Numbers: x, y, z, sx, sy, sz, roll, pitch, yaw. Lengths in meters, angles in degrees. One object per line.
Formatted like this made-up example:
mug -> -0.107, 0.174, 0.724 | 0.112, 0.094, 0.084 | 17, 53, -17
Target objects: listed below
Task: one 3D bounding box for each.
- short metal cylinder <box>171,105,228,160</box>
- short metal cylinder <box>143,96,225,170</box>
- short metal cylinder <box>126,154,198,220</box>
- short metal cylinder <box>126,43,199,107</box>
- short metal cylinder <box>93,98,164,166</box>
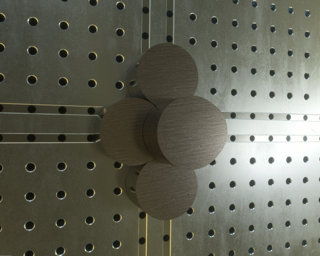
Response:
short metal cylinder -> 0.042, 0.005, 0.414 | 0.081, 0.050, 0.079 | 0, 90, -20
short metal cylinder -> 0.026, 0.005, 0.355 | 0.081, 0.050, 0.079 | 0, 90, -20
short metal cylinder -> 0.001, 0.072, 0.399 | 0.081, 0.050, 0.080 | 1, 88, -20
short metal cylinder -> 0.002, -0.064, 0.400 | 0.081, 0.050, 0.079 | 0, 90, -21
short metal cylinder -> -0.039, 0.004, 0.385 | 0.081, 0.050, 0.079 | 0, 90, -20
